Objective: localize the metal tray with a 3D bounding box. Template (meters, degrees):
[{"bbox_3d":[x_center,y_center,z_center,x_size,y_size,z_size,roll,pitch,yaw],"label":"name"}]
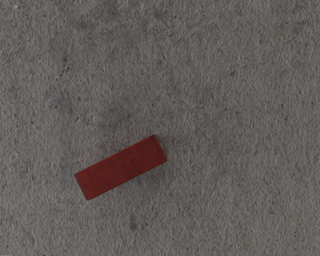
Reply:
[{"bbox_3d":[-0.038,0.041,0.370,0.090,0.130,0.030,-27,89,0],"label":"metal tray"}]
